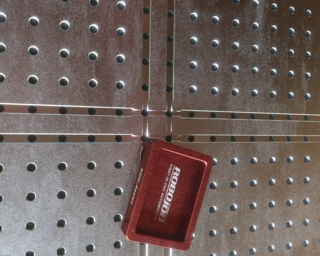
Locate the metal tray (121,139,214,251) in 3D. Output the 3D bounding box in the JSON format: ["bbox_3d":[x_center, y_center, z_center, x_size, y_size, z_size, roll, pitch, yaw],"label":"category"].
[{"bbox_3d":[0.011,0.088,0.413,0.091,0.030,0.130,19,84,-19],"label":"metal tray"}]
